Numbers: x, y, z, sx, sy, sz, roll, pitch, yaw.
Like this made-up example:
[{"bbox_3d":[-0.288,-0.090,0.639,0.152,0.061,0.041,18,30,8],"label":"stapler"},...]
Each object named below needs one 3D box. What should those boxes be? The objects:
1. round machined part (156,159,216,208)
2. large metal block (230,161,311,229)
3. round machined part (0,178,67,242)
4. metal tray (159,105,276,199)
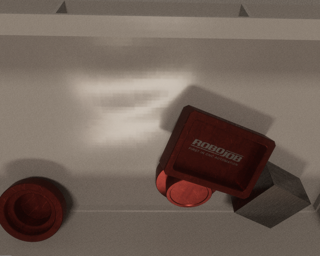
[{"bbox_3d":[0.043,0.084,0.470,0.099,0.042,0.097,0,130,0],"label":"round machined part"},{"bbox_3d":[0.169,0.105,0.485,0.080,0.050,0.080,28,125,-22],"label":"large metal block"},{"bbox_3d":[-0.195,0.123,0.483,0.099,0.042,0.097,0,103,-1],"label":"round machined part"},{"bbox_3d":[0.076,0.034,0.412,0.131,0.030,0.089,20,102,-17],"label":"metal tray"}]
